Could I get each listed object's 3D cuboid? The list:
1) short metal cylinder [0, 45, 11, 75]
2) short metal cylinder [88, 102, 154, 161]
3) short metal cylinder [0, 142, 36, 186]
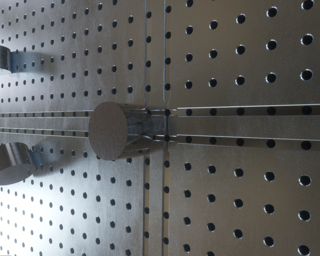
[{"bbox_3d":[-0.369,-0.147,0.673,0.080,0.081,0.050,-5,87,39],"label":"short metal cylinder"},{"bbox_3d":[-0.056,0.004,0.437,0.080,0.050,0.079,0,90,39],"label":"short metal cylinder"},{"bbox_3d":[-0.295,0.072,0.613,0.080,0.081,0.050,-44,64,31],"label":"short metal cylinder"}]
